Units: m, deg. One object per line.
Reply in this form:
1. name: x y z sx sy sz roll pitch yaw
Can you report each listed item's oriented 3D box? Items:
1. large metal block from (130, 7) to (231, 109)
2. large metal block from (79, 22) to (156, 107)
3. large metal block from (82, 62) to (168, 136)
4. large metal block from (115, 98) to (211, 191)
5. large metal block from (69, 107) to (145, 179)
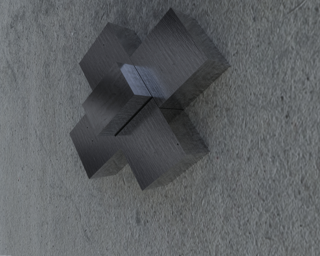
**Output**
1. large metal block: 0.022 -0.079 0.370 0.080 0.050 0.080 -44 64 31
2. large metal block: -0.059 -0.085 0.435 0.080 0.050 0.080 -44 64 31
3. large metal block: -0.039 -0.033 0.400 0.080 0.081 0.050 -44 64 31
4. large metal block: 0.001 0.020 0.386 0.080 0.050 0.080 -44 64 31
5. large metal block: -0.077 0.017 0.451 0.080 0.050 0.080 -44 64 31
